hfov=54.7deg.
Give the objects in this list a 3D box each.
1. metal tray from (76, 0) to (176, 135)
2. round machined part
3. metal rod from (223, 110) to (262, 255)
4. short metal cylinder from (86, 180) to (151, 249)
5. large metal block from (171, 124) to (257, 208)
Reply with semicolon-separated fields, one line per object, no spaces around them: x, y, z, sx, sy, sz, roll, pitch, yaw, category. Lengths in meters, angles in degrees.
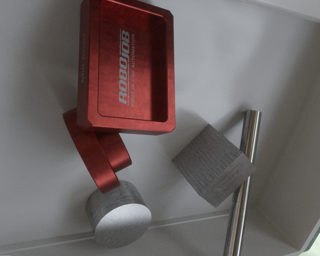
-0.031;-0.061;0.305;0.091;0.030;0.129;5;79;-31;metal tray
-0.064;0.019;0.339;0.042;0.098;0.098;-27;128;-11;round machined part
0.117;0.121;0.459;0.025;0.025;0.299;16;81;-35;metal rod
-0.059;0.121;0.437;0.081;0.050;0.079;-14;125;-21;short metal cylinder
0.076;0.054;0.450;0.080;0.080;0.050;-45;130;2;large metal block
